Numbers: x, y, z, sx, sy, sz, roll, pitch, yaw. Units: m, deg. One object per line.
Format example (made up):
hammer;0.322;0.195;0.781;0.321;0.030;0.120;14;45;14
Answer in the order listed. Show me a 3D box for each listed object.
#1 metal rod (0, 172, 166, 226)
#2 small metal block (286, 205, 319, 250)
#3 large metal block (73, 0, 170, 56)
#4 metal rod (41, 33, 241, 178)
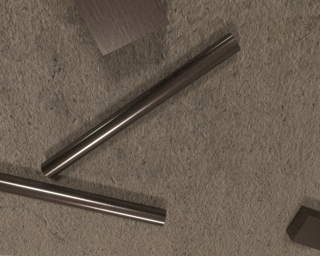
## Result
metal rod;-0.140;0.097;0.443;0.302;0.025;0.025;14;109;-6
small metal block;0.230;0.152;0.469;0.050;0.025;0.050;20;109;-8
large metal block;-0.044;-0.138;0.339;0.080;0.050;0.080;-23;117;8
metal rod;-0.033;-0.023;0.400;0.300;0.025;0.025;-34;107;11
